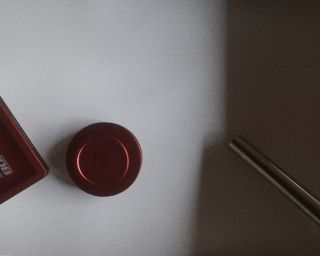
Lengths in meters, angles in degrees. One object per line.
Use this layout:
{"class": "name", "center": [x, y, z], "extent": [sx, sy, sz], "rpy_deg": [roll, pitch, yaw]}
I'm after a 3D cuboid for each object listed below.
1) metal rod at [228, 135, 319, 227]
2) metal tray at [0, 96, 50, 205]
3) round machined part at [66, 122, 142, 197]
{"class": "metal rod", "center": [0.197, 0.110, 0.347], "extent": [0.025, 0.025, 0.300], "rpy_deg": [-46, 63, 0]}
{"class": "metal tray", "center": [-0.216, 0.029, 0.392], "extent": [0.090, 0.030, 0.130], "rpy_deg": [-33, 96, -11]}
{"class": "round machined part", "center": [-0.073, 0.041, 0.402], "extent": [0.099, 0.042, 0.097], "rpy_deg": [0, 90, -1]}
